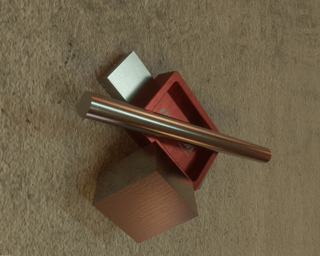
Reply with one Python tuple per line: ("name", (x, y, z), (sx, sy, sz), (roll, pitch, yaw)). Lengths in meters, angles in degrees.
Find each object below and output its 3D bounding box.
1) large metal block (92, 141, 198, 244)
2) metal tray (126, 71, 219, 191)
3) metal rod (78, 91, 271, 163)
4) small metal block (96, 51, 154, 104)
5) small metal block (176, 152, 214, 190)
("large metal block", (-0.015, 0.074, 0.349), (0.080, 0.080, 0.050), (51, 18, -28))
("metal tray", (0.022, 0.006, 0.390), (0.130, 0.030, 0.090), (51, 60, -28))
("metal rod", (0.045, 0.010, 0.374), (0.302, 0.025, 0.025), (16, 80, -39))
("small metal block", (-0.039, -0.056, 0.375), (0.050, 0.025, 0.050), (52, 59, -28))
("small metal block", (0.045, 0.053, 0.446), (0.050, 0.025, 0.050), (46, 62, -31))
